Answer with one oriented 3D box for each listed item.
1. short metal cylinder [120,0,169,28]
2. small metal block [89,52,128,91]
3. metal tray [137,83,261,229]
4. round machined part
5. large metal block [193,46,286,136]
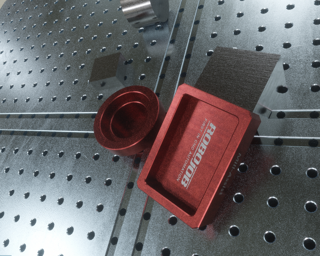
[{"bbox_3d":[-0.024,-0.212,0.516,0.050,0.080,0.080,-5,60,26],"label":"short metal cylinder"},{"bbox_3d":[-0.084,-0.092,0.509,0.050,0.025,0.050,-8,58,24],"label":"small metal block"},{"bbox_3d":[0.037,0.028,0.334,0.090,0.030,0.129,30,101,34],"label":"metal tray"},{"bbox_3d":[-0.037,-0.006,0.421,0.098,0.042,0.098,-13,56,21],"label":"round machined part"},{"bbox_3d":[0.093,-0.046,0.372,0.080,0.050,0.080,19,72,35],"label":"large metal block"}]
